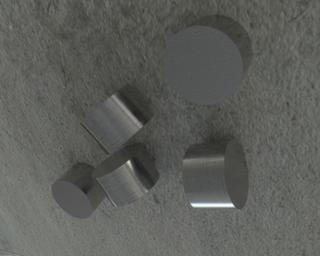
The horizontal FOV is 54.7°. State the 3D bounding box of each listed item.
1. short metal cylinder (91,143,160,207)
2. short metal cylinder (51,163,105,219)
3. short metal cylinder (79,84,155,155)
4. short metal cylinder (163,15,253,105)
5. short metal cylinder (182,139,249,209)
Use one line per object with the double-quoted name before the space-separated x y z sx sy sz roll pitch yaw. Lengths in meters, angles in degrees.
"short metal cylinder" -0.048 0.065 0.435 0.080 0.080 0.050 -21 107 35
"short metal cylinder" -0.134 0.106 0.524 0.080 0.050 0.079 13 124 20
"short metal cylinder" -0.053 -0.011 0.391 0.050 0.080 0.080 49 128 -7
"short metal cylinder" 0.050 -0.070 0.320 0.080 0.050 0.079 13 124 20
"short metal cylinder" 0.068 0.056 0.369 0.050 0.080 0.080 -9 114 32
